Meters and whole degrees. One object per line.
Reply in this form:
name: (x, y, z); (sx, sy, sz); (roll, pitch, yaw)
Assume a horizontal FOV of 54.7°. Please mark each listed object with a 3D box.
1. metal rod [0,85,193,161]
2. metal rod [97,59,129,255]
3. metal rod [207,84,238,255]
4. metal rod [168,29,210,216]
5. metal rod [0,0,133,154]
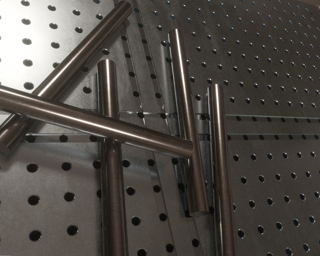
metal rod: (-0.102, -0.013, 0.328); (0.302, 0.025, 0.025); (17, 55, -19)
metal rod: (-0.055, 0.046, 0.351); (0.025, 0.025, 0.299); (7, 59, -25)
metal rod: (0.082, 0.064, 0.415); (0.025, 0.025, 0.300); (16, 55, -20)
metal rod: (0.037, -0.027, 0.445); (0.025, 0.025, 0.299); (10, 58, -24)
metal rod: (-0.109, -0.087, 0.403); (0.025, 0.025, 0.301); (33, 51, -8)
